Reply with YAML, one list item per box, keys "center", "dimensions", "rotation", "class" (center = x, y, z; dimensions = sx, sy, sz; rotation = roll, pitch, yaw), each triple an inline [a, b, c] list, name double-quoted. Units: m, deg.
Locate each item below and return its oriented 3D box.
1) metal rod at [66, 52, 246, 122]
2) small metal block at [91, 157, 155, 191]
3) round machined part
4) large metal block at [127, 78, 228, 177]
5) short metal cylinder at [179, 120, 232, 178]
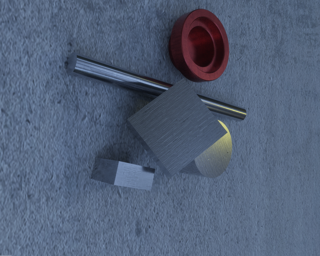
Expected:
- center: [0.020, -0.046, 0.423]
  dimensions: [0.302, 0.025, 0.025]
  rotation: [11, 83, -40]
  class: "metal rod"
- center: [-0.043, 0.052, 0.355]
  dimensions: [0.050, 0.050, 0.025]
  rotation: [18, 79, -39]
  class: "small metal block"
- center: [0.051, -0.113, 0.438]
  dimensions: [0.099, 0.042, 0.097]
  rotation: [0, 90, -40]
  class: "round machined part"
- center: [0.018, 0.002, 0.369]
  dimensions: [0.080, 0.050, 0.080]
  rotation: [-37, 86, -11]
  class: "large metal block"
- center: [0.057, 0.028, 0.439]
  dimensions: [0.081, 0.050, 0.079]
  rotation: [0, 90, -40]
  class: "short metal cylinder"
